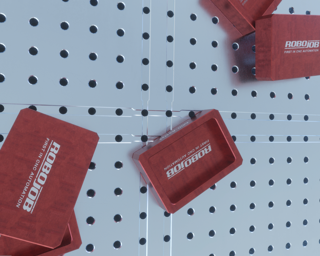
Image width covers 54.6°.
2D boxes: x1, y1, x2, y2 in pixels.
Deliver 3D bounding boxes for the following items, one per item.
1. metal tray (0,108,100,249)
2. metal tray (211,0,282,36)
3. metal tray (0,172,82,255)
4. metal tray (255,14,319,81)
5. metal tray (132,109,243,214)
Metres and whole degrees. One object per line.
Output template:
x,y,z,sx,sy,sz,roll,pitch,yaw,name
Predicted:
-0.130,0.053,0.335,0.090,0.030,0.130,21,64,-13,metal tray
0.142,-0.215,0.461,0.090,0.030,0.130,42,77,-15,metal tray
-0.164,0.110,0.349,0.131,0.030,0.090,-14,95,-20,metal tray
0.201,-0.121,0.465,0.131,0.030,0.089,-10,103,-29,metal tray
0.040,0.042,0.424,0.131,0.030,0.090,-31,100,-17,metal tray
